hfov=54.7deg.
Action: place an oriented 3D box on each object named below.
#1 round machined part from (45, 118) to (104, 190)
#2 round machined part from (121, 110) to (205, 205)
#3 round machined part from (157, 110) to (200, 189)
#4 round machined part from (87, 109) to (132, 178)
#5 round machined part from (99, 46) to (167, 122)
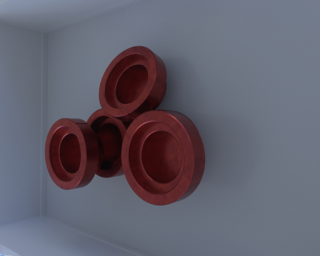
[{"bbox_3d":[-0.117,0.035,0.436,0.098,0.042,0.097,0,90,40],"label":"round machined part"},{"bbox_3d":[0.007,0.030,0.334,0.098,0.042,0.097,0,90,40],"label":"round machined part"},{"bbox_3d":[0.012,0.027,0.385,0.098,0.042,0.097,0,90,40],"label":"round machined part"},{"bbox_3d":[-0.065,0.021,0.448,0.098,0.042,0.097,0,90,40],"label":"round machined part"},{"bbox_3d":[-0.031,-0.054,0.407,0.098,0.042,0.098,-15,63,33],"label":"round machined part"}]
